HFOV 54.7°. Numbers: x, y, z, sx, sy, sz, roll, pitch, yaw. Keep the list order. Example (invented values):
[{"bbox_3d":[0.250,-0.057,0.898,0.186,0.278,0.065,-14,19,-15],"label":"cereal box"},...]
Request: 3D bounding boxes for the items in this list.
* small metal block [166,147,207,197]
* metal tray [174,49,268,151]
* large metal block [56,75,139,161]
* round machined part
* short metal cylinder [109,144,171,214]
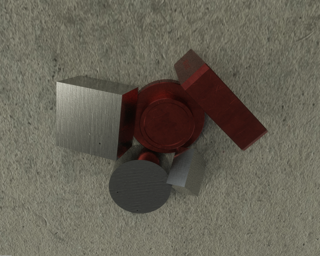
[{"bbox_3d":[0.037,0.058,0.408,0.025,0.050,0.050,6,158,30],"label":"small metal block"},{"bbox_3d":[0.060,-0.038,0.341,0.030,0.130,0.090,-43,105,14],"label":"metal tray"},{"bbox_3d":[-0.077,-0.014,0.378,0.080,0.050,0.079,13,111,13],"label":"large metal block"},{"bbox_3d":[0.009,-0.011,0.399,0.099,0.042,0.097,0,110,-1],"label":"round machined part"},{"bbox_3d":[-0.026,0.068,0.423,0.081,0.050,0.079,0,110,-1],"label":"short metal cylinder"}]
